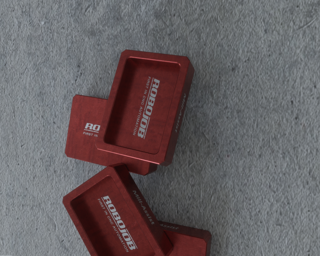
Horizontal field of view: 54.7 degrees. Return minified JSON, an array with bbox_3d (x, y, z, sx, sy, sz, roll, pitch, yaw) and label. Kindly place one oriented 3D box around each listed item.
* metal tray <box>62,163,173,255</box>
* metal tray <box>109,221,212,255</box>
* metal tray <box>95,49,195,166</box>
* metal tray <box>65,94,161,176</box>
[{"bbox_3d":[-0.056,0.122,0.393,0.090,0.030,0.130,-35,79,16],"label":"metal tray"},{"bbox_3d":[-0.003,0.172,0.407,0.130,0.030,0.089,6,92,19],"label":"metal tray"},{"bbox_3d":[-0.017,-0.026,0.379,0.090,0.030,0.129,12,81,19],"label":"metal tray"},{"bbox_3d":[-0.063,0.007,0.429,0.130,0.030,0.089,11,94,19],"label":"metal tray"}]
